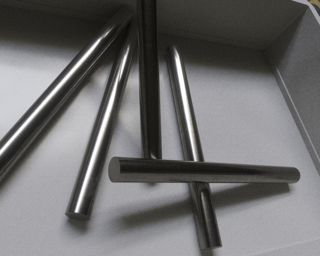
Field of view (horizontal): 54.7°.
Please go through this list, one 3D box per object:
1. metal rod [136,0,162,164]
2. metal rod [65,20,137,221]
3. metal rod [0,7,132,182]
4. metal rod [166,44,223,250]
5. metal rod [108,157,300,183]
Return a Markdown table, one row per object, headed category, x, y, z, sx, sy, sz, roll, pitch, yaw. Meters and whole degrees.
| category | x | y | z | sx | sy | sz | roll | pitch | yaw |
| --- | --- | --- | --- | --- | --- | --- | --- | --- | --- |
| metal rod | -0.014 | -0.099 | 0.376 | 0.025 | 0.025 | 0.298 | -1 | 88 | -29 |
| metal rod | -0.061 | -0.034 | 0.392 | 0.025 | 0.025 | 0.300 | 21 | 54 | -16 |
| metal rod | -0.108 | -0.059 | 0.373 | 0.025 | 0.025 | 0.301 | 32 | 54 | -7 |
| metal rod | 0.040 | 0.006 | 0.422 | 0.025 | 0.025 | 0.299 | 6 | 59 | -25 |
| metal rod | 0.079 | 0.056 | 0.384 | 0.302 | 0.025 | 0.025 | 7 | 58 | -35 |
